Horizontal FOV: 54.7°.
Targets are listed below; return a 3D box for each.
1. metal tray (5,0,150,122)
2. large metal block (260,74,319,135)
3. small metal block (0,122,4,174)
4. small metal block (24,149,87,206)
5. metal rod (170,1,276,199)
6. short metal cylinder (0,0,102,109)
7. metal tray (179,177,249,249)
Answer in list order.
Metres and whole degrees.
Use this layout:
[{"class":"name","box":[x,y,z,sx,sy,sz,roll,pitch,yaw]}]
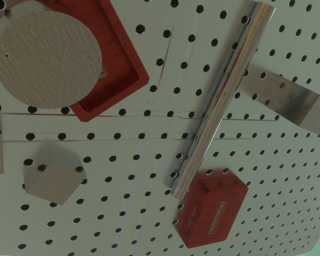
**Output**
[{"class":"metal tray","box":[-0.077,-0.079,0.316,0.090,0.030,0.130,-34,129,-6]},{"class":"large metal block","box":[0.218,-0.033,0.474,0.081,0.080,0.050,16,110,-35]},{"class":"small metal block","box":[-0.191,0.023,0.321,0.050,0.025,0.050,-3,120,-27]},{"class":"small metal block","box":[-0.128,0.061,0.379,0.050,0.025,0.050,-50,129,7]},{"class":"metal rod","box":[0.081,-0.025,0.439,0.025,0.025,0.298,9,114,-32]},{"class":"short metal cylinder","box":[-0.096,-0.063,0.264,0.081,0.050,0.079,-14,124,-21]},{"class":"metal tray","box":[0.095,0.151,0.553,0.091,0.030,0.129,0,118,-29]}]
